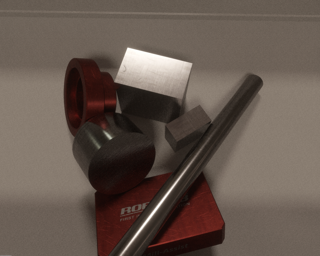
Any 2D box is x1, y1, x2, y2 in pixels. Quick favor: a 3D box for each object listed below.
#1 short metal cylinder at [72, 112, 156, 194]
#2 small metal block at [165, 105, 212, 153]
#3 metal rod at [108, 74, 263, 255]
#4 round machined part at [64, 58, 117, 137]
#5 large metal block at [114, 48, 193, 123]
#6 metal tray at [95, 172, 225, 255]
[{"bbox_3d":[-0.053,0.028,0.355,0.080,0.080,0.050,-36,43,-12],"label":"short metal cylinder"},{"bbox_3d":[0.034,0.002,0.396,0.050,0.050,0.025,-31,73,-11],"label":"small metal block"},{"bbox_3d":[0.047,0.030,0.358,0.025,0.025,0.301,35,58,11],"label":"metal rod"},{"bbox_3d":[-0.087,-0.038,0.390,0.042,0.098,0.098,-4,68,-31],"label":"round machined part"},{"bbox_3d":[-0.008,-0.050,0.398,0.080,0.080,0.050,15,68,5],"label":"large metal block"},{"bbox_3d":[-0.004,0.098,0.348,0.131,0.030,0.090,-12,39,-5],"label":"metal tray"}]
